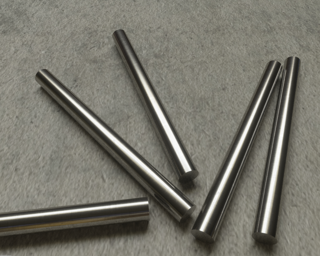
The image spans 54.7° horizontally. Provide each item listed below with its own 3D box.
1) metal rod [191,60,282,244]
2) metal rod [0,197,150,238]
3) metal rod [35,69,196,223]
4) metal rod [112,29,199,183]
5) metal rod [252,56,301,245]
[{"bbox_3d":[0.111,0.007,0.398,0.025,0.025,0.301,22,53,17],"label":"metal rod"},{"bbox_3d":[-0.162,0.099,0.317,0.302,0.025,0.025,-5,50,-5],"label":"metal rod"},{"bbox_3d":[-0.073,0.007,0.396,0.025,0.025,0.300,-36,59,-26],"label":"metal rod"},{"bbox_3d":[-0.019,-0.052,0.446,0.025,0.025,0.300,-16,52,-13],"label":"metal rod"},{"bbox_3d":[0.158,0.004,0.401,0.025,0.025,0.301,16,52,13],"label":"metal rod"}]
